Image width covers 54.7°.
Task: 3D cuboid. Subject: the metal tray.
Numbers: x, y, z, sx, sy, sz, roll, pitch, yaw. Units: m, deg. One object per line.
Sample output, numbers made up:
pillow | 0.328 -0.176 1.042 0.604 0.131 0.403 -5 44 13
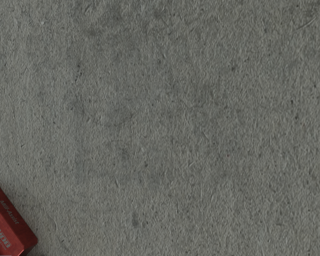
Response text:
metal tray | -0.268 0.164 0.500 0.130 0.030 0.090 47 104 14
